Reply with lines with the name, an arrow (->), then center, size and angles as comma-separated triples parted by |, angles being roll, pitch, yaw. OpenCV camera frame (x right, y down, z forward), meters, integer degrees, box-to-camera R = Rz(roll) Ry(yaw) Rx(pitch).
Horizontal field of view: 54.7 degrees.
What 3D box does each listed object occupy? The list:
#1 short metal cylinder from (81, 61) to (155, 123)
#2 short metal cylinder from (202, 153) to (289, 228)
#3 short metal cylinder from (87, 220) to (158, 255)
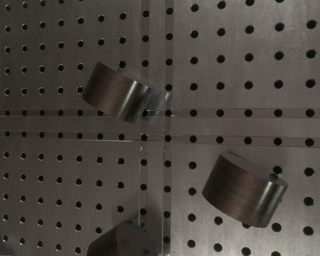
short metal cylinder -> -0.053, -0.047, 0.401 | 0.080, 0.080, 0.050 | 30, 100, 17
short metal cylinder -> 0.095, 0.068, 0.350 | 0.080, 0.080, 0.050 | 26, 99, 18
short metal cylinder -> -0.047, 0.168, 0.399 | 0.050, 0.080, 0.080 | -37, 78, 16
